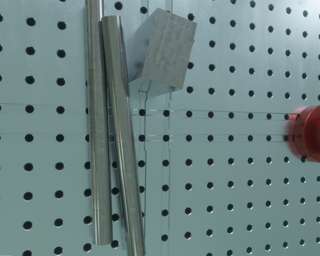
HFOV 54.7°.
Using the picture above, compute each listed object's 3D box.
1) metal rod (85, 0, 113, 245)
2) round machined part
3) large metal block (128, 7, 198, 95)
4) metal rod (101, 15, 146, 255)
[{"bbox_3d":[-0.076,-0.007,0.385,0.025,0.025,0.298,-2,91,-20],"label":"metal rod"},{"bbox_3d":[0.274,0.010,0.507,0.099,0.042,0.097,0,90,-21],"label":"round machined part"},{"bbox_3d":[-0.002,-0.089,0.383,0.050,0.080,0.080,15,85,-20],"label":"large metal block"},{"bbox_3d":[-0.044,0.016,0.386,0.025,0.025,0.298,-8,97,-20],"label":"metal rod"}]
